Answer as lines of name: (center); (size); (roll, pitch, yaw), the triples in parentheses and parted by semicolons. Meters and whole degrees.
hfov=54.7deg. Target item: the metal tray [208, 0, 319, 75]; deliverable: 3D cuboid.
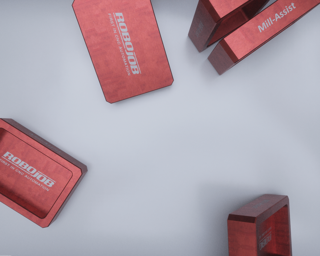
metal tray: (0.126, -0.120, 0.380); (0.130, 0.090, 0.030); (-35, 90, 0)

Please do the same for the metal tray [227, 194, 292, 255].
metal tray: (0.121, 0.134, 0.363); (0.030, 0.131, 0.089); (-4, 88, 36)

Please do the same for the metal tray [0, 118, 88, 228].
metal tray: (-0.175, 0.057, 0.406); (0.130, 0.030, 0.090); (33, 90, -1)

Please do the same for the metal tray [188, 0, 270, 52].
metal tray: (0.084, -0.138, 0.360); (0.090, 0.130, 0.030); (-33, 90, 0)

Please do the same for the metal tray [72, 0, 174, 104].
metal tray: (-0.044, -0.106, 0.392); (0.090, 0.030, 0.129); (-18, 105, 0)
